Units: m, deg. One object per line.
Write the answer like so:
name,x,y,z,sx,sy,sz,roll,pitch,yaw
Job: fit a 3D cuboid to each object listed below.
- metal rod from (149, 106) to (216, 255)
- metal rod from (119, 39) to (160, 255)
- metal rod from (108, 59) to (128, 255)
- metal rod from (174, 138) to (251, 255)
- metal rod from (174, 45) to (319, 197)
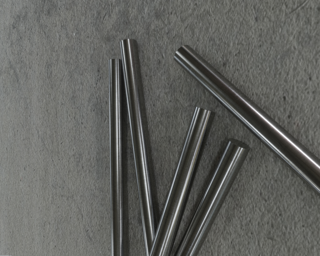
metal rod,0.011,0.120,0.378,0.025,0.025,0.298,22,98,38
metal rod,-0.026,0.025,0.426,0.025,0.025,0.298,-13,82,39
metal rod,-0.061,0.050,0.455,0.025,0.025,0.298,-2,89,40
metal rod,0.034,0.150,0.377,0.025,0.025,0.298,34,111,35
metal rod,0.114,0.008,0.310,0.300,0.025,0.025,49,119,28
